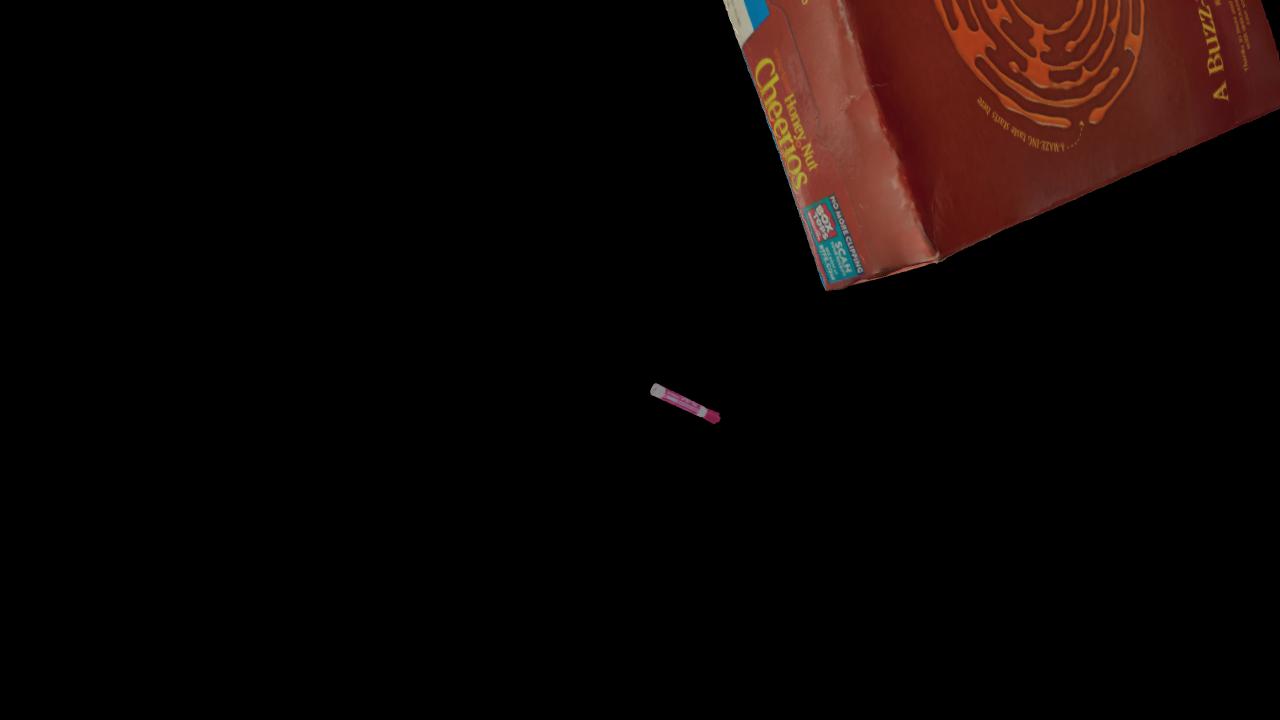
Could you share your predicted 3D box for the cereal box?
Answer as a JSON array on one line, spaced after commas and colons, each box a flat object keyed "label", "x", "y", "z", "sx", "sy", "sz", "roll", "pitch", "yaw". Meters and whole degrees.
[{"label": "cereal box", "x": 0.197, "y": -0.182, "z": 0.326, "sx": 0.306, "sy": 0.203, "sz": 0.081, "roll": -23, "pitch": 4, "yaw": -20}]

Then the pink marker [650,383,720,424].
[{"label": "pink marker", "x": 0.070, "y": 0.066, "z": 0.913, "sx": 0.121, "sy": 0.020, "sz": 0.020, "roll": 26, "pitch": -10, "yaw": -22}]
